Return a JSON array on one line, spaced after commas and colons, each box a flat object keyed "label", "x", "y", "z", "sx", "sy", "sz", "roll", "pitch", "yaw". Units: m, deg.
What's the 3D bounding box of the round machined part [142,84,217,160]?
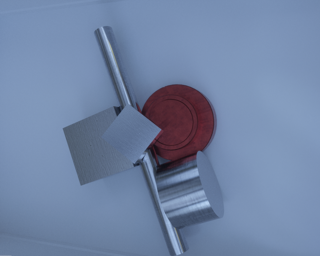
[{"label": "round machined part", "x": 0.019, "y": -0.007, "z": 0.392, "sx": 0.098, "sy": 0.042, "sz": 0.097, "roll": 0, "pitch": 90, "yaw": 19}]

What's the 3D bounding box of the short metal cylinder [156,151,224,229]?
[{"label": "short metal cylinder", "x": 0.037, "y": 0.073, "z": 0.366, "sx": 0.050, "sy": 0.080, "sz": 0.080, "roll": -22, "pitch": 83, "yaw": 18}]

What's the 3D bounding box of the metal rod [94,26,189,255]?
[{"label": "metal rod", "x": -0.026, "y": 0.011, "z": 0.395, "sx": 0.025, "sy": 0.025, "sz": 0.299, "roll": -22, "pitch": 83, "yaw": 18}]

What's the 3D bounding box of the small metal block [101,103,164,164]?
[{"label": "small metal block", "x": -0.032, "y": 0.007, "z": 0.368, "sx": 0.050, "sy": 0.025, "sz": 0.050, "roll": 38, "pitch": 91, "yaw": 8}]

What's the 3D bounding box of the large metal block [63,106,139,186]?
[{"label": "large metal block", "x": -0.072, "y": 0.024, "z": 0.417, "sx": 0.080, "sy": 0.050, "sz": 0.080, "roll": -21, "pitch": 83, "yaw": 18}]
